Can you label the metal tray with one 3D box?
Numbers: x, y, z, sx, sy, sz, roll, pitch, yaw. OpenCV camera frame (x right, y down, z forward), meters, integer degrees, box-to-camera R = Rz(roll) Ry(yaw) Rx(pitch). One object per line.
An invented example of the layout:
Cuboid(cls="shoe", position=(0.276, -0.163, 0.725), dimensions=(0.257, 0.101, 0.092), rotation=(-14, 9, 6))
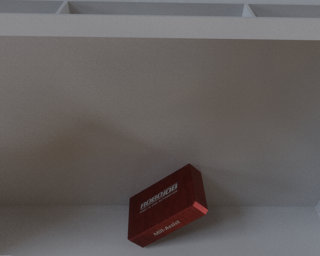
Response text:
Cuboid(cls="metal tray", position=(0.007, 0.116, 0.480), dimensions=(0.130, 0.090, 0.030), rotation=(-36, 122, 23))
